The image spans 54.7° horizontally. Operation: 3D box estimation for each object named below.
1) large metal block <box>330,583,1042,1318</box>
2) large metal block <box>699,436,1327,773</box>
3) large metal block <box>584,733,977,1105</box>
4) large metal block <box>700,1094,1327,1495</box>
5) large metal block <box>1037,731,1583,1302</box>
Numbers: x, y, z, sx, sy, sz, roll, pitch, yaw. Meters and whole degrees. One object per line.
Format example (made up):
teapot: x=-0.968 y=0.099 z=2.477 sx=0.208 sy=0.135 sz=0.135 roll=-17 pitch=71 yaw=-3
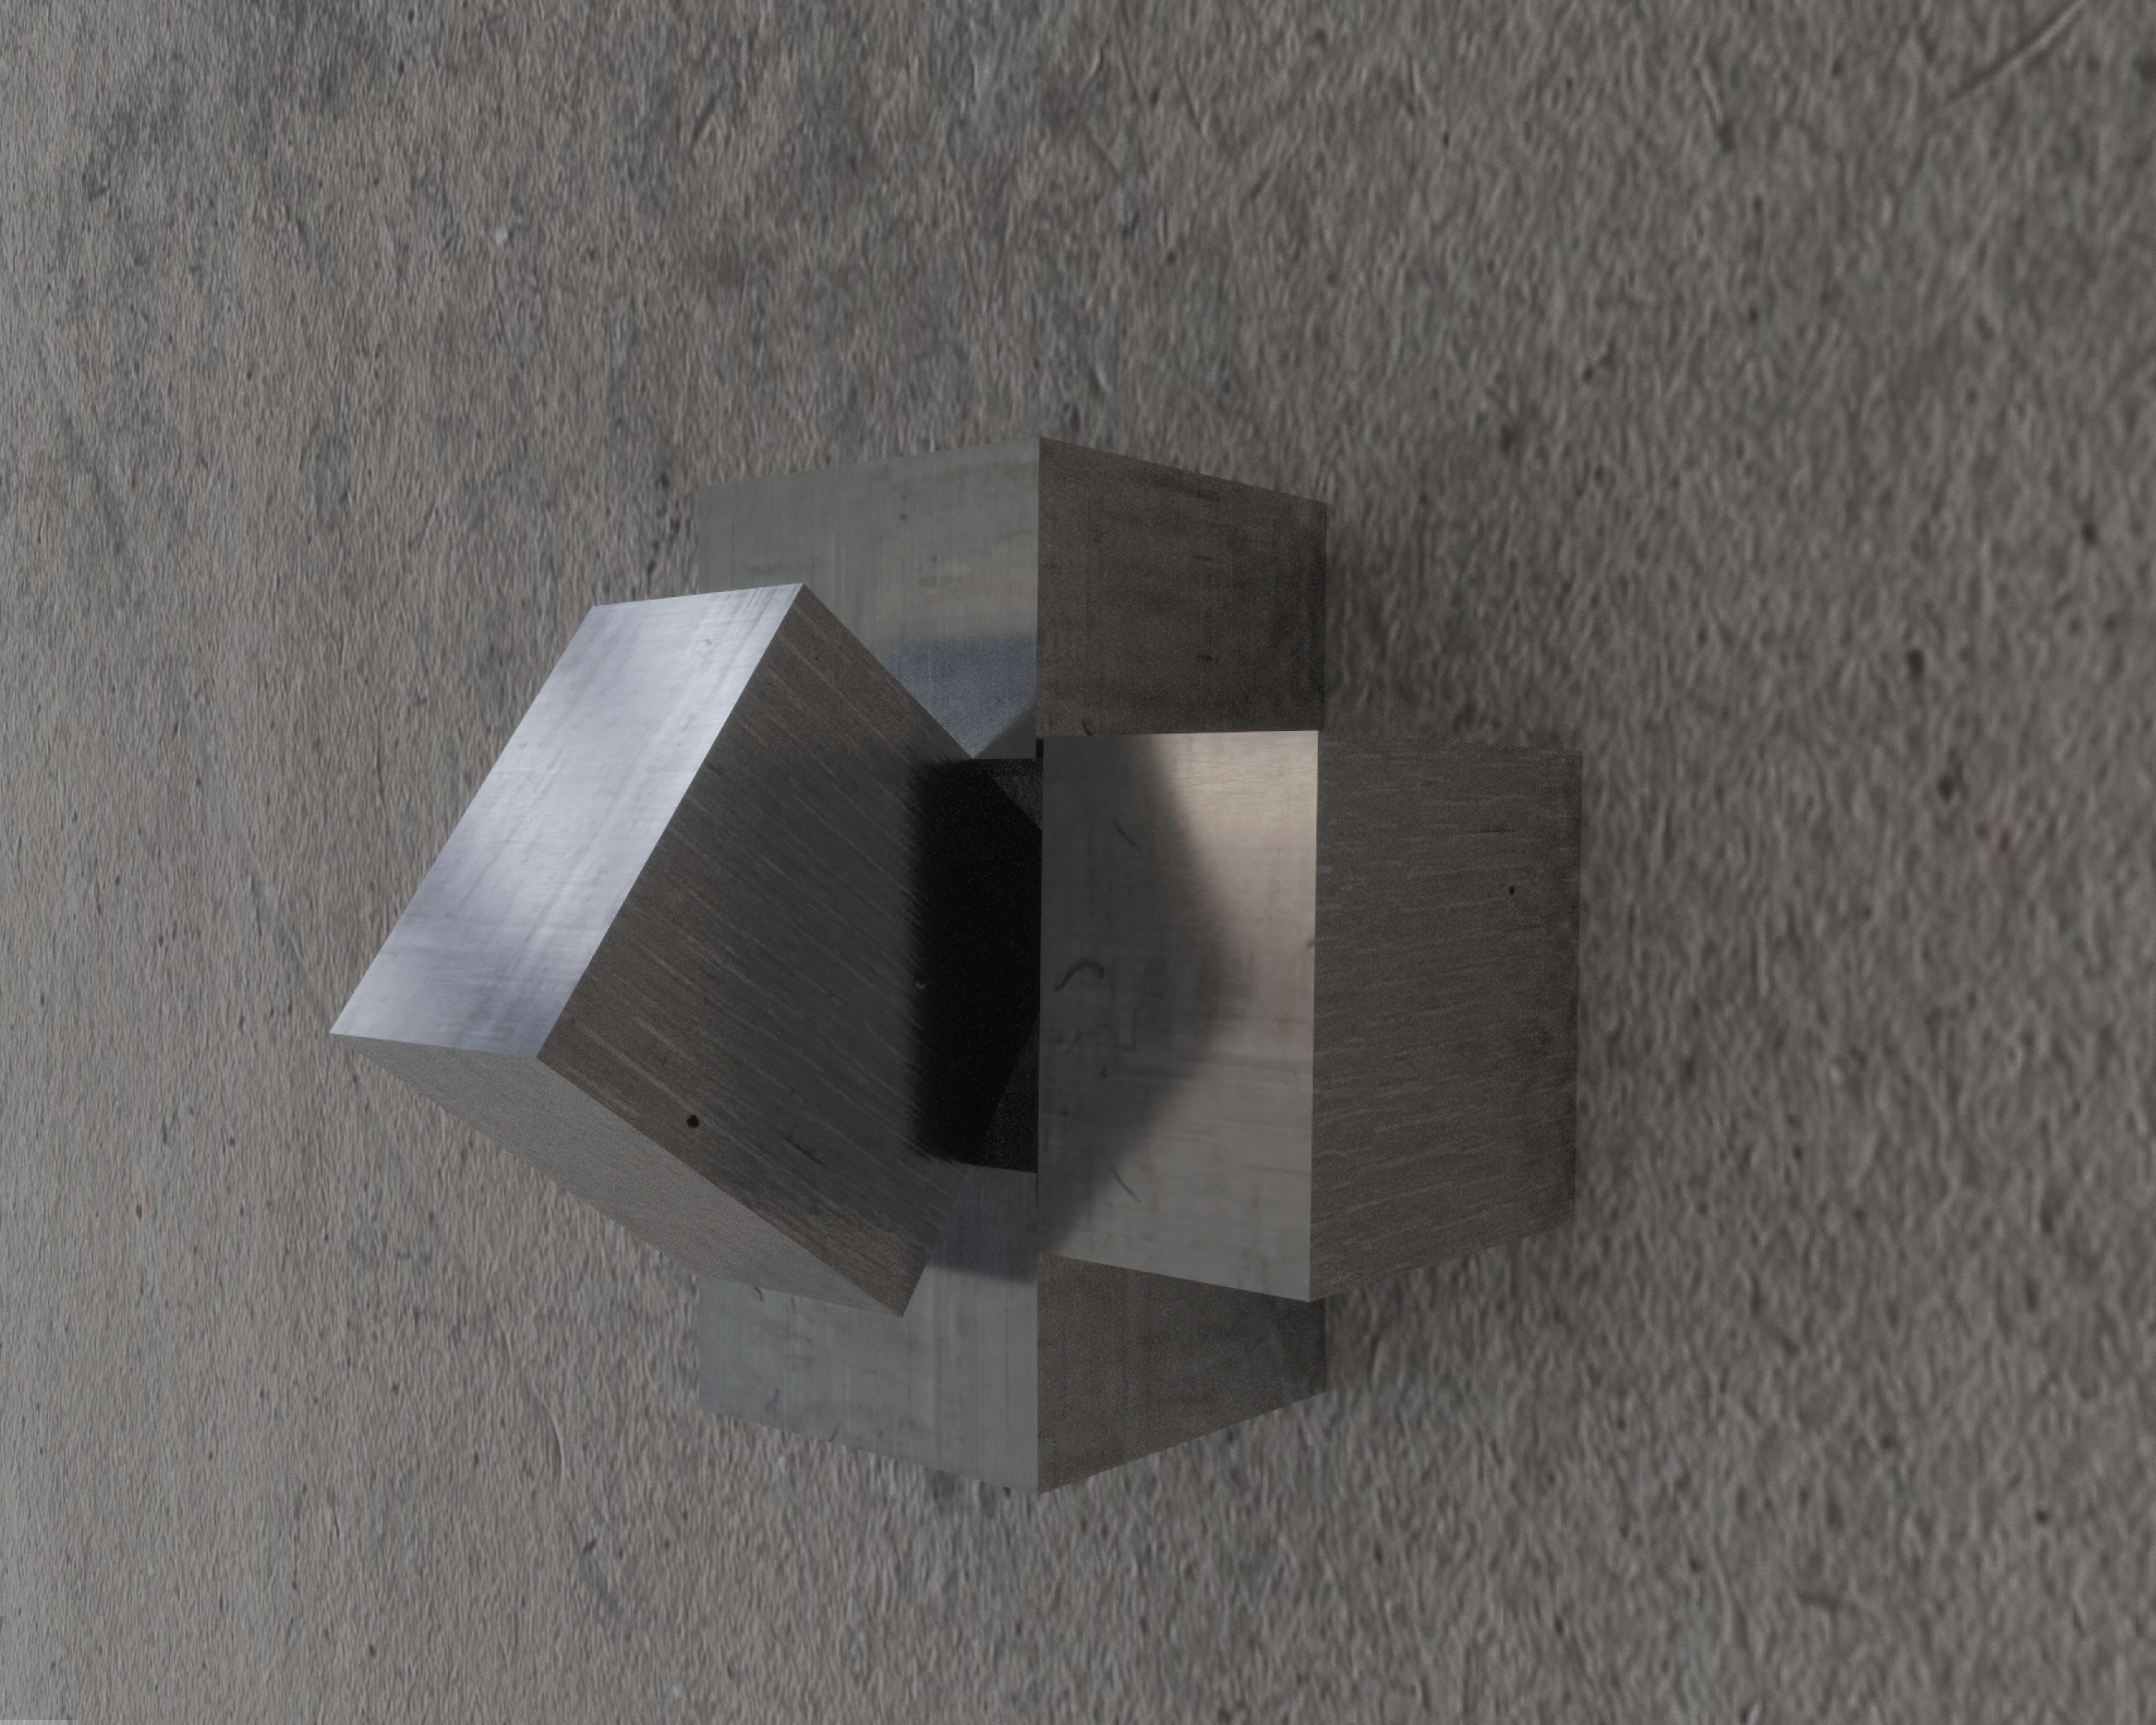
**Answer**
large metal block: x=-0.052 y=0.014 z=0.327 sx=0.050 sy=0.080 sz=0.080 roll=1 pitch=56 yaw=40
large metal block: x=-0.011 y=-0.042 z=0.378 sx=0.080 sy=0.081 sz=0.050 roll=1 pitch=91 yaw=40
large metal block: x=-0.062 y=0.013 z=0.421 sx=0.050 sy=0.081 sz=0.080 roll=0 pitch=90 yaw=40
large metal block: x=-0.011 y=0.073 z=0.378 sx=0.080 sy=0.081 sz=0.050 roll=0 pitch=90 yaw=40
large metal block: x=0.039 y=0.021 z=0.337 sx=0.050 sy=0.081 sz=0.079 roll=1 pitch=91 yaw=40
